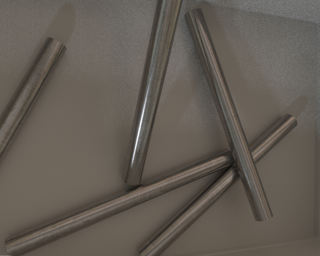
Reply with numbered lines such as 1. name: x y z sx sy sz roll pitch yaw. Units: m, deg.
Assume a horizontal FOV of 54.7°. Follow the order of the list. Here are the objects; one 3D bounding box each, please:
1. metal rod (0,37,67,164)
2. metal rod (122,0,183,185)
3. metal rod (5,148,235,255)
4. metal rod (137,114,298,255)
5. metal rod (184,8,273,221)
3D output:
1. metal rod: -0.187 0.033 0.341 0.025 0.025 0.299 30 80 -18
2. metal rod: -0.005 -0.067 0.341 0.025 0.025 0.298 5 115 -20
3. metal rod: -0.035 0.088 0.397 0.302 0.025 0.025 -19 97 -19
4. metal rod: 0.091 0.078 0.444 0.301 0.025 0.025 -39 103 -16
5. metal rod: 0.094 -0.018 0.427 0.025 0.025 0.299 -19 90 -19
